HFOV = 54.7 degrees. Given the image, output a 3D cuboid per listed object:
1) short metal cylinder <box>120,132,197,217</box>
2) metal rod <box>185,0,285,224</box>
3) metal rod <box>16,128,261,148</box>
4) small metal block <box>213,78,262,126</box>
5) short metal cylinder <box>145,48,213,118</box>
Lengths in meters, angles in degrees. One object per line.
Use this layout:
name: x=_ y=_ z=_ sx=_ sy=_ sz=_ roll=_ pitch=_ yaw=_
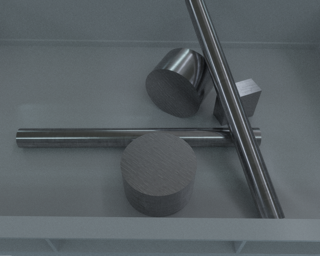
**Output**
short metal cylinder: x=-0.001 y=0.051 z=0.346 sx=0.081 sy=0.050 sz=0.080 roll=0 pitch=50 yaw=0
metal rod: x=0.083 y=-0.039 z=0.374 sx=0.025 sy=0.025 sz=0.299 roll=-12 pitch=71 yaw=-10
metal rod: x=-0.025 y=0.012 z=0.394 sx=0.302 sy=0.025 sz=0.025 roll=0 pitch=50 yaw=-1
small metal block: x=0.103 y=-0.034 z=0.419 sx=0.050 sy=0.050 sz=0.025 roll=-17 pitch=53 yaw=-14
short metal cylinder: x=0.028 y=-0.061 z=0.421 sx=0.080 sy=0.080 sz=0.050 roll=23 pitch=54 yaw=18
